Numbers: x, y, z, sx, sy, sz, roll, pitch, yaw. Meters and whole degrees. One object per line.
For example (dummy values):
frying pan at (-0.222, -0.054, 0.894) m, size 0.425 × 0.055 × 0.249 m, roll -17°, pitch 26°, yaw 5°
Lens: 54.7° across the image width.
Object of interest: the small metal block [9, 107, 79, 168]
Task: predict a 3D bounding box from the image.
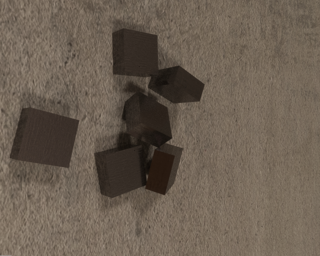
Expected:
small metal block at (-0.115, 0.011, 0.310) m, size 0.050 × 0.025 × 0.050 m, roll 17°, pitch 79°, yaw -39°

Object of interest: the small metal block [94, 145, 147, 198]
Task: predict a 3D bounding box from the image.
small metal block at (-0.046, 0.049, 0.368) m, size 0.050 × 0.025 × 0.050 m, roll -14°, pitch 99°, yaw -39°

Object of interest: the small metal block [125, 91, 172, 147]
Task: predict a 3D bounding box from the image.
small metal block at (-0.014, -0.010, 0.380) m, size 0.050 × 0.025 × 0.050 m, roll 27°, pitch 40°, yaw -37°

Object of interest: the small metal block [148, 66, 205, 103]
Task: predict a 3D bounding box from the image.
small metal block at (0.021, -0.056, 0.408) m, size 0.050 × 0.050 × 0.025 m, roll 28°, pitch 72°, yaw -37°

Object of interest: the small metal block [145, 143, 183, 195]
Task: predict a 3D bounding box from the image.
small metal block at (0.006, 0.050, 0.389) m, size 0.050 × 0.025 × 0.050 m, roll -22°, pitch 127°, yaw -74°

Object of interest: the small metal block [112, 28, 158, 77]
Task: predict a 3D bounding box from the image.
small metal block at (-0.030, -0.091, 0.381) m, size 0.050 × 0.025 × 0.050 m, roll -2°, pitch 92°, yaw -40°
